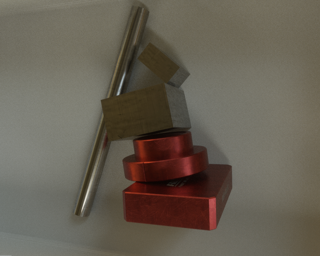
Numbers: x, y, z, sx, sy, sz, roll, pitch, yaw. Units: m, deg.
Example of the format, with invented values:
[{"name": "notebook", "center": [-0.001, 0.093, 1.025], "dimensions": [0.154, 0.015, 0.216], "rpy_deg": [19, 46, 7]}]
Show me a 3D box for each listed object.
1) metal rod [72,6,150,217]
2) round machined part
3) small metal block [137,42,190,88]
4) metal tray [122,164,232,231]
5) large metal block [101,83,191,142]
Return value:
[{"name": "metal rod", "center": [-0.070, -0.019, 0.434], "dimensions": [0.025, 0.025, 0.298], "rpy_deg": [19, 96, 18]}, {"name": "round machined part", "center": [0.005, 0.029, 0.361], "dimensions": [0.098, 0.098, 0.042], "rpy_deg": [-7, 94, 19]}, {"name": "small metal block", "center": [0.006, -0.078, 0.394], "dimensions": [0.050, 0.050, 0.025], "rpy_deg": [43, 103, 14]}, {"name": "metal tray", "center": [0.027, 0.068, 0.343], "dimensions": [0.090, 0.131, 0.030], "rpy_deg": [0, 97, 20]}, {"name": "large metal block", "center": [-0.014, -0.017, 0.385], "dimensions": [0.080, 0.080, 0.050], "rpy_deg": [-13, 86, 19]}]
